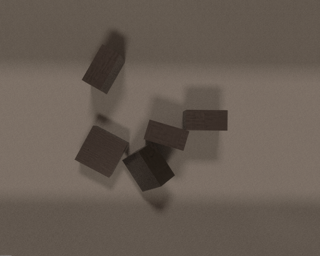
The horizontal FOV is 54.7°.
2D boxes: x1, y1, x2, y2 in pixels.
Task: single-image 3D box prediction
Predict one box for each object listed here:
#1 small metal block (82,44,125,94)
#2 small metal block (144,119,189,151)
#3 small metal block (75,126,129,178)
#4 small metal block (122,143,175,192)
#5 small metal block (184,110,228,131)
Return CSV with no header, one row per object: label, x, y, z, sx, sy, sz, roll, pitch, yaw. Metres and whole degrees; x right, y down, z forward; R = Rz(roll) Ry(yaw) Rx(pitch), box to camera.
small metal block,-0.071,-0.074,0.398,0.025,0.050,0.050,30,90,0
small metal block,0.008,0.009,0.399,0.050,0.050,0.025,16,90,0
small metal block,-0.076,0.030,0.410,0.050,0.025,0.050,28,90,-1
small metal block,-0.016,0.051,0.396,0.025,0.050,0.050,-33,91,-35
small metal block,0.057,-0.010,0.400,0.050,0.050,0.025,1,90,-1
